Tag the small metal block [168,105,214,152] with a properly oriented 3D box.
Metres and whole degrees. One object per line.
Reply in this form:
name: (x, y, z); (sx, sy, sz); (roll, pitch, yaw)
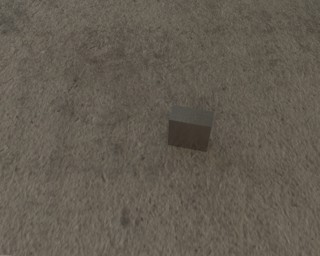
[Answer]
small metal block: (0.038, 0.001, 0.387); (0.050, 0.050, 0.025); (10, 51, 8)
